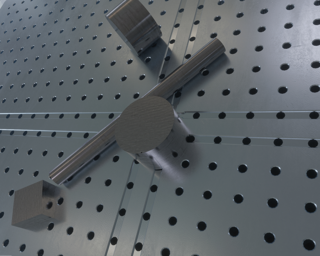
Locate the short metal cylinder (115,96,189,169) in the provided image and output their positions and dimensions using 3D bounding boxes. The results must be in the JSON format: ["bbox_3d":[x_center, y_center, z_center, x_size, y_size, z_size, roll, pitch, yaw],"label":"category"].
[{"bbox_3d":[-0.009,0.006,0.393,0.080,0.050,0.080,-13,56,21],"label":"short metal cylinder"}]

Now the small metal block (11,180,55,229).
[{"bbox_3d":[-0.177,0.108,0.435,0.050,0.025,0.050,-23,53,14],"label":"small metal block"}]

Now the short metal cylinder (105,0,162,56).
[{"bbox_3d":[-0.042,-0.163,0.495,0.050,0.080,0.080,-41,51,1],"label":"short metal cylinder"}]

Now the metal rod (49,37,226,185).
[{"bbox_3d":[-0.032,-0.023,0.439,0.300,0.025,0.025,-39,51,1],"label":"metal rod"}]
